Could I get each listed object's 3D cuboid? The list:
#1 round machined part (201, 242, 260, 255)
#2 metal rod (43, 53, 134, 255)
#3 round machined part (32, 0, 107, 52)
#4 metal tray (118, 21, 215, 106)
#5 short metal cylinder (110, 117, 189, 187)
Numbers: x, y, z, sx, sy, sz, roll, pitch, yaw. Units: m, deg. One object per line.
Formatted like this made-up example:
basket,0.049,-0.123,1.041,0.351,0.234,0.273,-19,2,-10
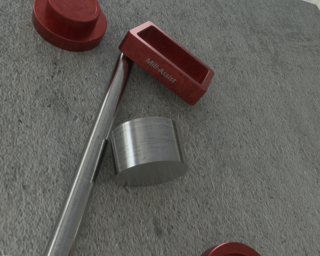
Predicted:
round machined part,0.074,0.175,0.327,0.099,0.042,0.098,14,56,-21
metal rod,-0.073,0.022,0.351,0.025,0.025,0.300,23,53,-15
round machined part,-0.120,-0.156,0.424,0.099,0.042,0.098,14,56,-21
metal tray,0.014,-0.097,0.451,0.130,0.030,0.090,37,32,-4
short metal cylinder,-0.013,0.029,0.345,0.081,0.080,0.050,4,60,-27
